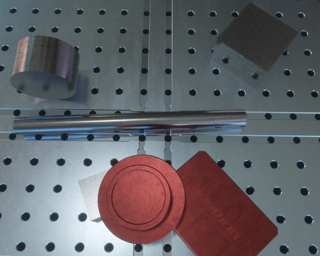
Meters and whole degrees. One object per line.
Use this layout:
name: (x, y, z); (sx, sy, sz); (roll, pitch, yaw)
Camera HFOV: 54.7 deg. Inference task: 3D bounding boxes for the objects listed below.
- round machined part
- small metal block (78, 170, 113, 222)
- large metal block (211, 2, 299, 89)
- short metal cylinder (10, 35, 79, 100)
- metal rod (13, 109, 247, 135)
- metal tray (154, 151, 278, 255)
round machined part: (-0.021, 0.077, 0.343); (0.099, 0.042, 0.098); (-1, 74, 4)
small metal block: (-0.067, 0.081, 0.381); (0.050, 0.025, 0.050); (-20, 72, -8)
large metal block: (0.133, -0.117, 0.443); (0.080, 0.050, 0.080); (38, 74, 12)
short metal cylinder: (-0.150, -0.077, 0.409); (0.081, 0.080, 0.050); (1, 70, 0)
metal rod: (-0.038, -0.008, 0.414); (0.302, 0.025, 0.025); (-2, 70, -1)
metal tray: (0.061, 0.104, 0.372); (0.090, 0.030, 0.130); (-39, 75, -13)
